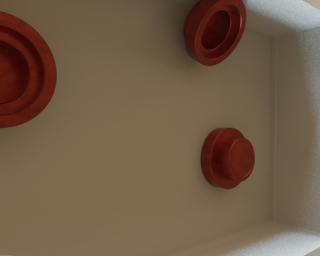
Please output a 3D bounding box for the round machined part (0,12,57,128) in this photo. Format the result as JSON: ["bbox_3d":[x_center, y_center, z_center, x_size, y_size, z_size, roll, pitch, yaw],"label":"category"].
[{"bbox_3d":[-0.147,-0.049,0.272,0.099,0.042,0.097,0,90,-40],"label":"round machined part"}]

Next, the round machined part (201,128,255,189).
[{"bbox_3d":[0.113,0.048,0.490,0.099,0.042,0.097,0,90,-40],"label":"round machined part"}]

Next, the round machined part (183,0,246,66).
[{"bbox_3d":[0.072,-0.141,0.436,0.099,0.042,0.097,-27,139,-26],"label":"round machined part"}]
